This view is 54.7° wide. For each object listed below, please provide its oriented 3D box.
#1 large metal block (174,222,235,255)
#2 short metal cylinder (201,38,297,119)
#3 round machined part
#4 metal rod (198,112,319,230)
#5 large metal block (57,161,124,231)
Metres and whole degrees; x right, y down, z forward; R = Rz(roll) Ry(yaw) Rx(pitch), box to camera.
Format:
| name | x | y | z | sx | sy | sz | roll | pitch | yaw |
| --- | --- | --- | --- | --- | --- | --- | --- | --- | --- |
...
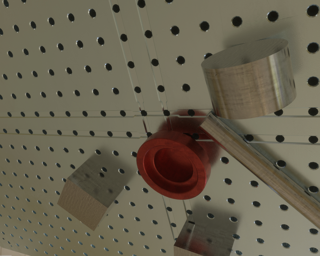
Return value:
| name | x | y | z | sx | sy | sz | roll | pitch | yaw |
| --- | --- | --- | --- | --- | --- | --- | --- | --- | --- |
| large metal block | 0.069 | 0.204 | 0.485 | 0.080 | 0.050 | 0.079 | 11 | 123 | 22 |
| short metal cylinder | 0.086 | -0.049 | 0.300 | 0.080 | 0.080 | 0.050 | -6 | 116 | 31 |
| round machined part | 0.022 | 0.045 | 0.417 | 0.098 | 0.042 | 0.097 | 13 | 124 | 21 |
| metal rod | 0.169 | 0.086 | 0.375 | 0.300 | 0.025 | 0.025 | 40 | 129 | 0 |
| large metal block | -0.120 | 0.117 | 0.531 | 0.080 | 0.050 | 0.079 | 35 | 129 | 5 |
